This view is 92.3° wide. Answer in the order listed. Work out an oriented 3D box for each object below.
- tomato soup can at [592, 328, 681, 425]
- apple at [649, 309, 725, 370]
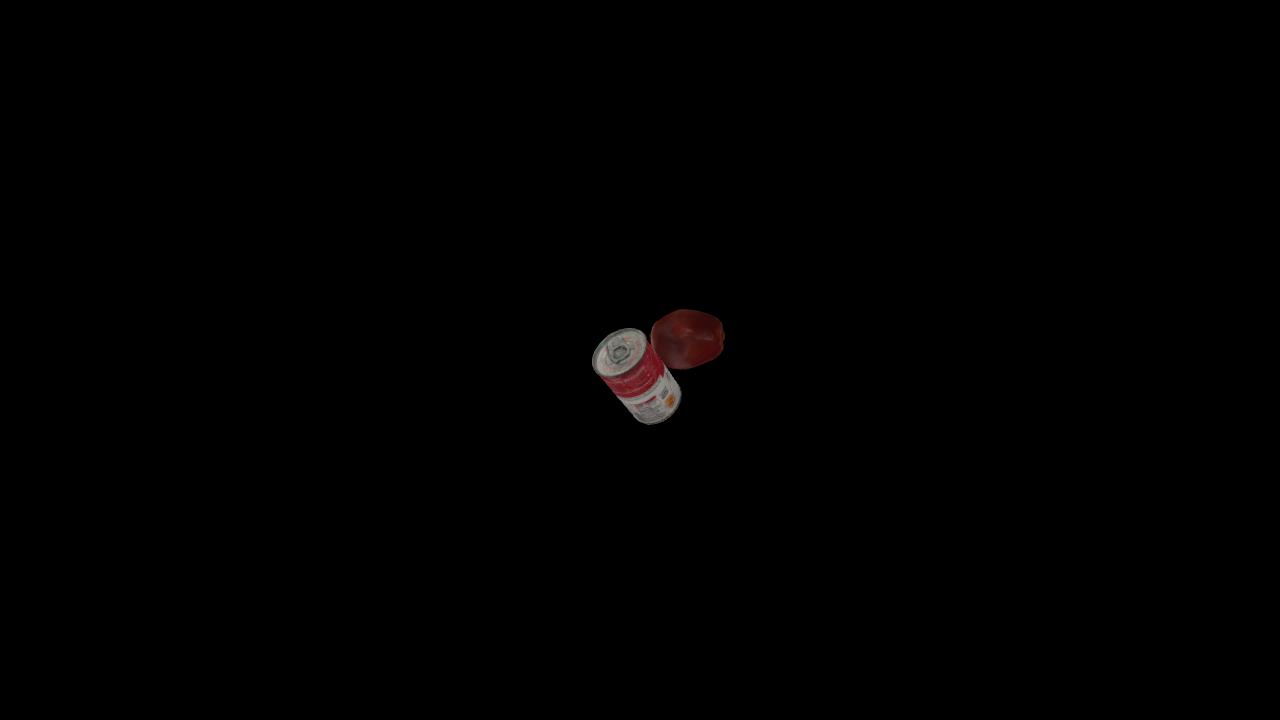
[{"bbox_3d":[-0.001,0.021,0.701,0.068,0.068,0.101,0,-37,34],"label":"tomato soup can"},{"bbox_3d":[0.057,-0.026,0.764,0.093,0.079,0.079,2,0,17],"label":"apple"}]
